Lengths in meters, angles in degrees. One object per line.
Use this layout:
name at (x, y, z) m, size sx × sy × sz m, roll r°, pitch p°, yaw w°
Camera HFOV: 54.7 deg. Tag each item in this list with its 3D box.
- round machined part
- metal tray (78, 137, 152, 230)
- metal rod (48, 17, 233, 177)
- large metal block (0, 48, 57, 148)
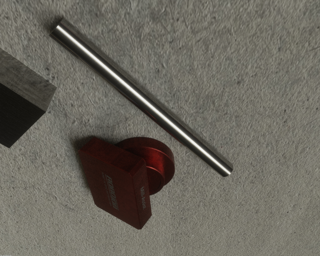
round machined part at (-0.027, 0.063, 0.449) m, size 0.099 × 0.042 × 0.097 m, roll -1°, pitch 130°, yaw 0°
metal tray at (-0.061, 0.081, 0.442) m, size 0.090 × 0.030 × 0.129 m, roll 21°, pitch 137°, yaw 25°
metal rod at (-0.004, -0.021, 0.389) m, size 0.025 × 0.025 × 0.301 m, roll -36°, pitch 122°, yaw 26°
large metal block at (-0.183, -0.034, 0.359) m, size 0.080 × 0.050 × 0.080 m, roll -37°, pitch 122°, yaw 26°
